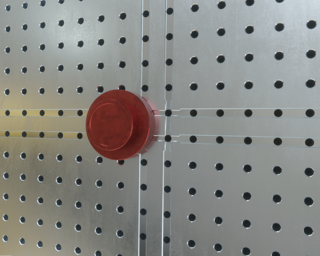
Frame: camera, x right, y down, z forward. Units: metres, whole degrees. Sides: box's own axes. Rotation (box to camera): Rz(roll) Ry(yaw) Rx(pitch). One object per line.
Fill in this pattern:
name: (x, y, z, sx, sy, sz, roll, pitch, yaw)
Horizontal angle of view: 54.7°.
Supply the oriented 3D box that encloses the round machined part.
round machined part: (-0.060, -0.004, 0.424, 0.098, 0.042, 0.097, 0, 90, 19)
